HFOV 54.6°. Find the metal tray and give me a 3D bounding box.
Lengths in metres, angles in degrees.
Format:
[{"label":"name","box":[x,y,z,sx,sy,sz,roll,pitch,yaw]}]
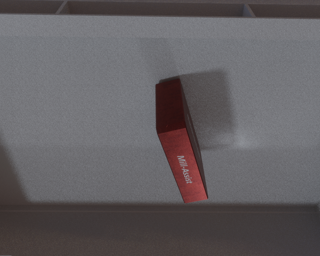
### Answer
[{"label":"metal tray","box":[0.027,0.018,0.378,0.030,0.090,0.130,-13,129,9]}]
